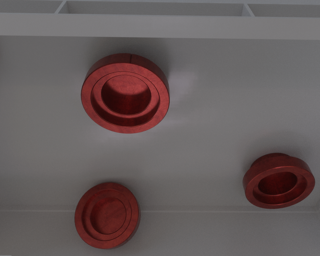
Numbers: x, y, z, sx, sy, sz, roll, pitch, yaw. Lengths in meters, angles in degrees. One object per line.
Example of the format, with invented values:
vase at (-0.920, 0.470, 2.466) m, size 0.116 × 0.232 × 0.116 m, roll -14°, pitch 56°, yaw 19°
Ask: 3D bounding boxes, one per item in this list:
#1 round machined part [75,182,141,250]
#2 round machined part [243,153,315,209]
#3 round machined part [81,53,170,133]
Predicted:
round machined part at (-0.078, 0.138, 0.484) m, size 0.099 × 0.098 × 0.042 m, roll -5°, pitch 155°, yaw 4°
round machined part at (0.173, 0.075, 0.463) m, size 0.099 × 0.042 × 0.097 m, roll 0°, pitch 130°, yaw 0°
round machined part at (-0.038, -0.043, 0.361) m, size 0.099 × 0.042 × 0.097 m, roll 0°, pitch 130°, yaw 0°
